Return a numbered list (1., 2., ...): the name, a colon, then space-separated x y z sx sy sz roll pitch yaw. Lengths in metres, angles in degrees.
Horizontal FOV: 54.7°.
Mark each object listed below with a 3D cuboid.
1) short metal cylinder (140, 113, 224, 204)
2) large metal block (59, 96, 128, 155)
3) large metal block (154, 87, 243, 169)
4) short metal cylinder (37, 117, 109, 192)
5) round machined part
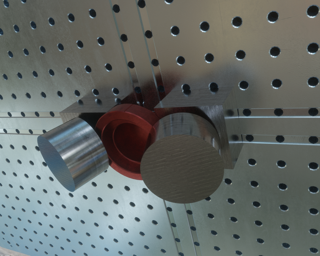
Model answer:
1. short metal cylinder: 0.023 0.030 0.320 0.080 0.050 0.079 2 116 5
2. large metal block: -0.083 0.003 0.441 0.080 0.050 0.080 1 119 28
3. large metal block: 0.048 0.000 0.369 0.080 0.050 0.080 -1 118 28
4. short metal cylinder: -0.110 0.033 0.392 0.080 0.050 0.079 32 140 33
5. round machined part: -0.028 0.013 0.385 0.098 0.042 0.097 13 124 21
